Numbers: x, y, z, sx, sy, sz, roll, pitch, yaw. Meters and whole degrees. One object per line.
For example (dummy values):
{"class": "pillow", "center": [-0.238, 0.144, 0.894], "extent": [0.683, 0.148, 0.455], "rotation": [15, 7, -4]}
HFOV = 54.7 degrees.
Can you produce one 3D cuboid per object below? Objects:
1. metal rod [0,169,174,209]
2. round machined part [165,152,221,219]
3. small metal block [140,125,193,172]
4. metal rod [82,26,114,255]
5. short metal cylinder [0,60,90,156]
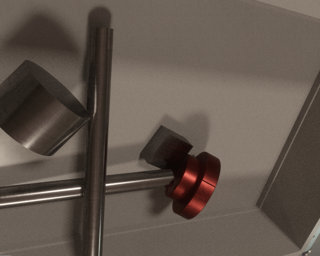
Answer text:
{"class": "metal rod", "center": [-0.126, 0.076, 0.372], "extent": [0.303, 0.025, 0.025], "rotation": [-3, 120, -22]}
{"class": "round machined part", "center": [0.042, 0.076, 0.443], "extent": [0.042, 0.098, 0.097], "rotation": [29, 104, -7]}
{"class": "small metal block", "center": [0.010, 0.031, 0.435], "extent": [0.050, 0.025, 0.050], "rotation": [28, 102, -38]}
{"class": "metal rod", "center": [-0.073, 0.041, 0.353], "extent": [0.025, 0.025, 0.298], "rotation": [-3, 107, -28]}
{"class": "short metal cylinder", "center": [-0.115, -0.019, 0.299], "extent": [0.050, 0.080, 0.080], "rotation": [-44, 130, 2]}
